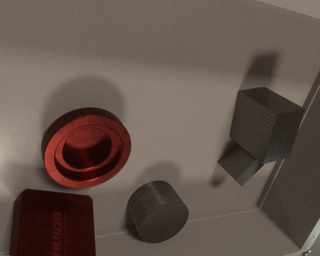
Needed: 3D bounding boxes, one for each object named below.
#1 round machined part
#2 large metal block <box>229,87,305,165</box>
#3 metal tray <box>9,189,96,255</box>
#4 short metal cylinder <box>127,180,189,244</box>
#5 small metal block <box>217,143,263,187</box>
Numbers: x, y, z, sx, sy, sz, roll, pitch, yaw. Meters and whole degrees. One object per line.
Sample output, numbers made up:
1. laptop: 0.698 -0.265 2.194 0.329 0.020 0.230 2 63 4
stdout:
1. round machined part: -0.087 0.019 0.363 0.099 0.042 0.097 -14 125 -21
2. large metal block: 0.153 -0.006 0.455 0.050 0.080 0.079 -11 123 -23
3. metal tray: -0.123 0.141 0.361 0.091 0.130 0.030 16 136 -35
4. short metal cylinder: -0.004 0.127 0.471 0.081 0.050 0.079 -14 125 -21
5. small metal block: 0.130 0.057 0.502 0.050 0.050 0.025 -46 130 3
